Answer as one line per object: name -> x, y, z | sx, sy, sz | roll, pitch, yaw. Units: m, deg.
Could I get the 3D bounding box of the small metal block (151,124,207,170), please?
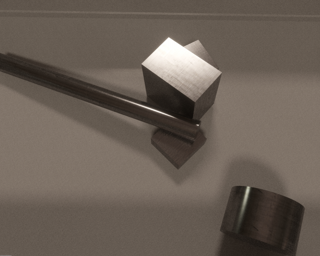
small metal block -> 0.024, 0.017, 0.404 | 0.050, 0.025, 0.050 | -43, 76, -14

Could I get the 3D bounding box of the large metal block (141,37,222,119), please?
large metal block -> 0.027, -0.055, 0.398 | 0.080, 0.080, 0.050 | 38, 74, 16

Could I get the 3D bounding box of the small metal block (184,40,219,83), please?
small metal block -> 0.052, -0.083, 0.427 | 0.025, 0.050, 0.050 | -28, 73, -11

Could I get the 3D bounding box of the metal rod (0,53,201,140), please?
metal rod -> -0.092, -0.046, 0.410 | 0.301, 0.025, 0.025 | 19, 71, 12

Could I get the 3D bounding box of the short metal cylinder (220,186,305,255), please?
short metal cylinder -> 0.113, 0.103, 0.344 | 0.080, 0.080, 0.050 | 19, 71, 6
